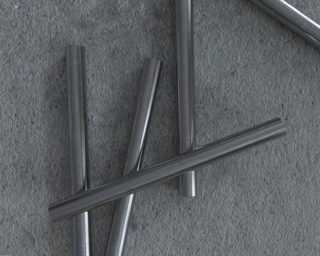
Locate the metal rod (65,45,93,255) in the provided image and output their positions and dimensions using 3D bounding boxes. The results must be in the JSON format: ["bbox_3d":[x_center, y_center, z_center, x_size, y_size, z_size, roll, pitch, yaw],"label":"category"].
[{"bbox_3d":[-0.106,0.043,0.408,0.025,0.025,0.298,-2,90,0],"label":"metal rod"}]

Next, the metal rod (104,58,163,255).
[{"bbox_3d":[-0.038,0.057,0.409,0.025,0.025,0.298,12,90,0],"label":"metal rod"}]

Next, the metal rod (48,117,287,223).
[{"bbox_3d":[0.010,0.052,0.383,0.301,0.025,0.025,-21,90,0],"label":"metal rod"}]

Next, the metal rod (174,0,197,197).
[{"bbox_3d":[0.033,-0.061,0.409,0.025,0.025,0.298,-1,90,0],"label":"metal rod"}]

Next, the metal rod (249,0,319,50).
[{"bbox_3d":[0.156,-0.159,0.410,0.301,0.025,0.025,35,90,0],"label":"metal rod"}]
